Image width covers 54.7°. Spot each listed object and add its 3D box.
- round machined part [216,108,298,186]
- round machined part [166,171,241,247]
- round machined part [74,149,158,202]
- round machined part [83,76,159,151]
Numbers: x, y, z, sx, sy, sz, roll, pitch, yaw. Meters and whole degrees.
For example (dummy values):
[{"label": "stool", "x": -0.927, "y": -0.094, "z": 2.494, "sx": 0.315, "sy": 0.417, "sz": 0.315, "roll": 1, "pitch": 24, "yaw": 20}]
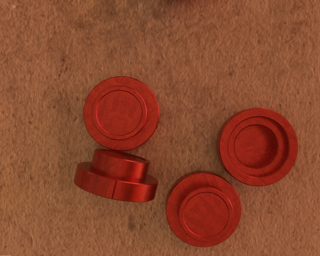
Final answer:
[{"label": "round machined part", "x": 0.122, "y": 0.023, "z": 0.403, "sx": 0.099, "sy": 0.042, "sz": 0.097, "roll": 0, "pitch": 90, "yaw": -1}, {"label": "round machined part", "x": 0.057, "y": 0.107, "z": 0.402, "sx": 0.099, "sy": 0.042, "sz": 0.097, "roll": 0, "pitch": 90, "yaw": -1}, {"label": "round machined part", "x": -0.050, "y": 0.053, "z": 0.373, "sx": 0.099, "sy": 0.098, "sz": 0.042, "roll": 13, "pitch": 90, "yaw": -1}, {"label": "round machined part", "x": -0.050, "y": -0.019, "z": 0.401, "sx": 0.099, "sy": 0.042, "sz": 0.097, "roll": 0, "pitch": 90, "yaw": -1}]
